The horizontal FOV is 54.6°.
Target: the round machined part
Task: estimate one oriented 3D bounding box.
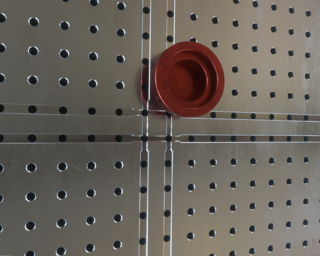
[{"bbox_3d":[0.033,-0.063,0.415,0.099,0.042,0.097,0,90,-20],"label":"round machined part"}]
